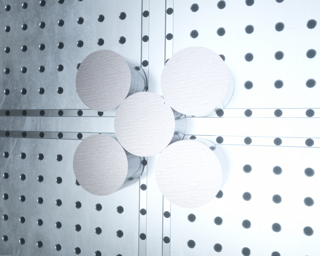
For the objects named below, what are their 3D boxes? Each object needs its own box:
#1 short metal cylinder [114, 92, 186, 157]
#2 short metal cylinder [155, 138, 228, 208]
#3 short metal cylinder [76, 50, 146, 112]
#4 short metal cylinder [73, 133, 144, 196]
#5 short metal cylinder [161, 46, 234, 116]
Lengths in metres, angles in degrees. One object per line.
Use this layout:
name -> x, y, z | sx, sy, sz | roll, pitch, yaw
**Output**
short metal cylinder -> -0.012, -0.005, 0.402 | 0.080, 0.050, 0.079 | 0, 90, 19
short metal cylinder -> 0.040, 0.053, 0.384 | 0.080, 0.050, 0.079 | 0, 90, 19
short metal cylinder -> -0.065, -0.061, 0.420 | 0.080, 0.050, 0.079 | 0, 90, 19
short metal cylinder -> -0.069, 0.047, 0.421 | 0.080, 0.050, 0.079 | 0, 90, 19
short metal cylinder -> 0.047, -0.054, 0.380 | 0.080, 0.050, 0.079 | 0, 90, 19
